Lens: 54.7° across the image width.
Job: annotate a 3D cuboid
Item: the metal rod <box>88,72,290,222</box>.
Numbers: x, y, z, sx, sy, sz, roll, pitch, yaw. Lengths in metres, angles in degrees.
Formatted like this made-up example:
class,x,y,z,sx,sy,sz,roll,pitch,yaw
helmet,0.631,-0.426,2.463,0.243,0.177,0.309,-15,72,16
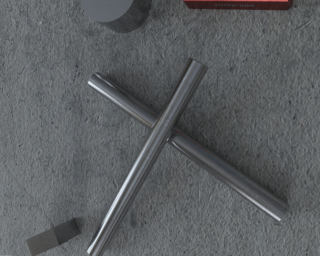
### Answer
class,x,y,z,sx,sy,sz,roll,pitch,yaw
metal rod,0.025,0.015,0.399,0.300,0.025,0.025,35,101,16

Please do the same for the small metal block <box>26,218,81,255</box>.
class,x,y,z,sx,sy,sz,roll,pitch,yaw
small metal block,-0.153,0.157,0.448,0.050,0.050,0.025,-27,81,18

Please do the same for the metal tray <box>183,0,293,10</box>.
class,x,y,z,sx,sy,sz,roll,pitch,yaw
metal tray,0.096,-0.193,0.372,0.130,0.030,0.089,9,93,19

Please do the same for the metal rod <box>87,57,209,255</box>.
class,x,y,z,sx,sy,sz,roll,pitch,yaw
metal rod,-0.024,0.050,0.396,0.025,0.025,0.298,34,108,16

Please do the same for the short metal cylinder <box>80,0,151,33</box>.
class,x,y,z,sx,sy,sz,roll,pitch,yaw
short metal cylinder,-0.058,-0.174,0.415,0.080,0.050,0.079,0,90,19
